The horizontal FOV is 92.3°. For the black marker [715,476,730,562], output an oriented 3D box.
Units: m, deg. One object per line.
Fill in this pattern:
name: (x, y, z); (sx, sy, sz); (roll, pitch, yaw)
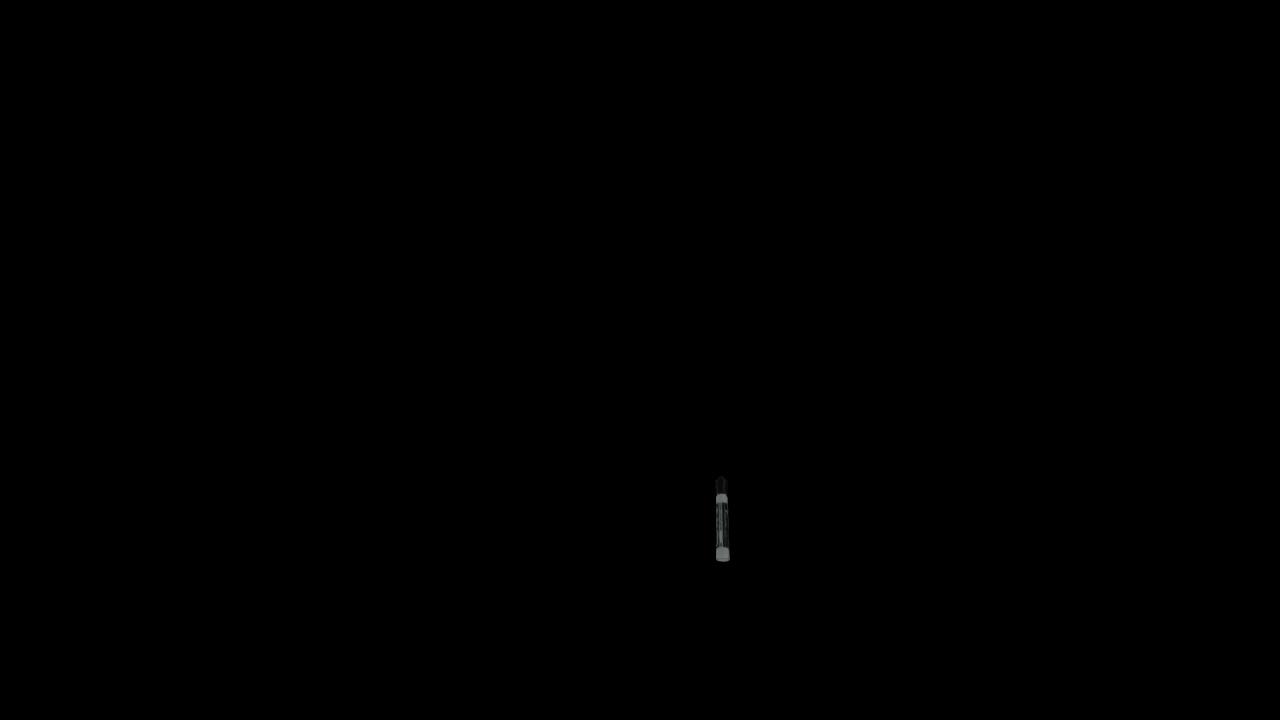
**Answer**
black marker: (0.117, 0.224, 0.877); (0.020, 0.121, 0.020); (2, -33, 2)
